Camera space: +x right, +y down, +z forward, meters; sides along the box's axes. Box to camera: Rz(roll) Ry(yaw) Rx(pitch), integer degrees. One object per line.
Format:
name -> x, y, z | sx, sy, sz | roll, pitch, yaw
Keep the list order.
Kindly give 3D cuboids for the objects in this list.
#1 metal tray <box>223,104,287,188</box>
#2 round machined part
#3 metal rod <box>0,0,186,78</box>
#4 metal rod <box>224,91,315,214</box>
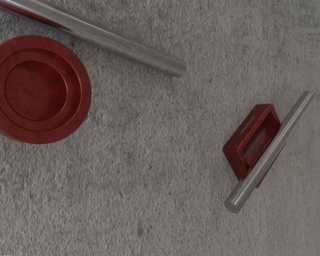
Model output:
metal tray -> 0.170, 0.029, 0.543 | 0.131, 0.030, 0.090 | -46, 117, -30
round machined part -> -0.119, -0.034, 0.294 | 0.099, 0.042, 0.097 | 0, 90, -40
metal rod -> -0.087, -0.107, 0.331 | 0.302, 0.025, 0.025 | 13, 82, -39
metal rod -> 0.198, 0.027, 0.530 | 0.301, 0.025, 0.025 | -44, 117, -31
